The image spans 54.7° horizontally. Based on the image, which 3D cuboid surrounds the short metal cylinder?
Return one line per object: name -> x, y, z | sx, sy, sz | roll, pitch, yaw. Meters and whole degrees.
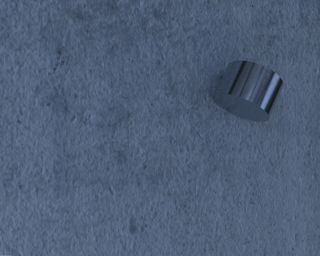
short metal cylinder -> 0.120, -0.049, 0.426 | 0.080, 0.080, 0.050 | 29, 80, -18
